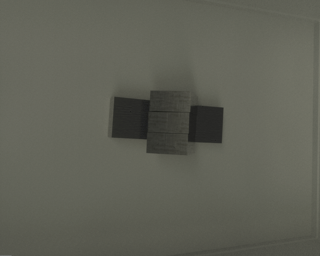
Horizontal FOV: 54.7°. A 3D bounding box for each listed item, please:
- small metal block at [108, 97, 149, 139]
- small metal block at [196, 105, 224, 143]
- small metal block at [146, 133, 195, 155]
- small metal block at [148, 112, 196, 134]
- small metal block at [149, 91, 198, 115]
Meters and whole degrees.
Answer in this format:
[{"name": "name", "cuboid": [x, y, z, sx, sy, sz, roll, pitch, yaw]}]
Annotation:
[{"name": "small metal block", "cuboid": [-0.038, -0.012, 0.396, 0.050, 0.025, 0.050, 4, 89, -20]}, {"name": "small metal block", "cuboid": [0.059, -0.005, 0.432, 0.050, 0.025, 0.050, 3, 89, -20]}, {"name": "small metal block", "cuboid": [0.015, 0.019, 0.392, 0.050, 0.050, 0.025, 2, 89, 16]}, {"name": "small metal block", "cuboid": [0.017, -0.006, 0.392, 0.050, 0.050, 0.025, 2, 89, 16]}, {"name": "small metal block", "cuboid": [0.019, -0.031, 0.392, 0.050, 0.050, 0.025, 3, 89, 16]}]
